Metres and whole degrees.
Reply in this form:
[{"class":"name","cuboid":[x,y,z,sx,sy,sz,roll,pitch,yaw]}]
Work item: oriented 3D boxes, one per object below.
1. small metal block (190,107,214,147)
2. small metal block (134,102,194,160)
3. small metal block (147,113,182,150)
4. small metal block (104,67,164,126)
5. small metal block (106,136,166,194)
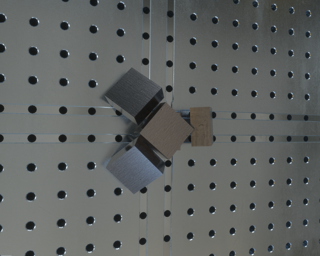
[{"class":"small metal block","cuboid":[0.057,-0.002,0.417,0.025,0.050,0.050,-2,91,13]},{"class":"small metal block","cuboid":[0.005,0.004,0.387,0.050,0.025,0.050,43,76,-16]},{"class":"small metal block","cuboid":[0.000,0.004,0.412,0.050,0.025,0.050,2,92,-20]},{"class":"small metal block","cuboid":[-0.031,-0.040,0.388,0.050,0.025,0.050,36,75,20]},{"class":"small metal block","cuboid":[-0.030,0.047,0.388,0.050,0.025,0.050,-38,105,22]}]
